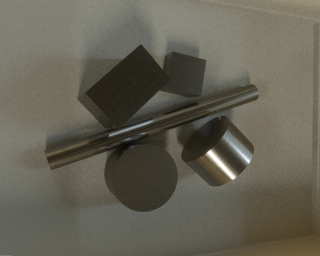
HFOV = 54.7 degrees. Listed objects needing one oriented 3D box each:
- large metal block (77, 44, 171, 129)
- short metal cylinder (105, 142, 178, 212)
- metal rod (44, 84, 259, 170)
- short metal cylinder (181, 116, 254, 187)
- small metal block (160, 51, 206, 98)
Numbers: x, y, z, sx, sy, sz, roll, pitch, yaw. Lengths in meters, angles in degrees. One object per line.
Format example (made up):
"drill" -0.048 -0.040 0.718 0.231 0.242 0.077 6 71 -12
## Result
"large metal block" -0.045 -0.045 0.364 0.080 0.080 0.050 -45 105 -15
"short metal cylinder" -0.025 0.058 0.387 0.081 0.050 0.079 0 90 -21
"metal rod" 0.004 -0.008 0.412 0.302 0.025 0.025 -19 97 -20
"short metal cylinder" 0.075 0.030 0.409 0.050 0.080 0.080 45 76 -15
"small metal block" 0.032 -0.072 0.422 0.050 0.025 0.050 9 87 -20
